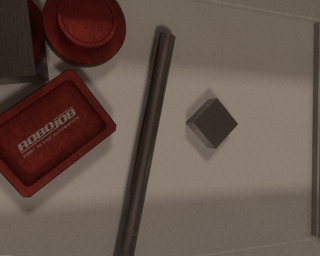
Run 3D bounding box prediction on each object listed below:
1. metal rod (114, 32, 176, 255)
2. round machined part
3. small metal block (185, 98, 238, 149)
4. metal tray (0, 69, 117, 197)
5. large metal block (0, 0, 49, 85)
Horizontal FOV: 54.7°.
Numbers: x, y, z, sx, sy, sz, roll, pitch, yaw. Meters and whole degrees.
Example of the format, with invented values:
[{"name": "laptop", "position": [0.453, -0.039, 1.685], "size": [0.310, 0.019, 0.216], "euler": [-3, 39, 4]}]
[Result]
[{"name": "metal rod", "position": [-0.019, 0.023, 0.404], "size": [0.025, 0.025, 0.298], "euler": [12, 86, -20]}, {"name": "round machined part", "position": [-0.088, -0.124, 0.369], "size": [0.099, 0.042, 0.097], "euler": [0, 90, -21]}, {"name": "small metal block", "position": [0.074, -0.007, 0.439], "size": [0.050, 0.025, 0.050], "euler": [-45, 105, -15]}, {"name": "metal tray", "position": [-0.129, 0.004, 0.360], "size": [0.131, 0.030, 0.090], "euler": [-39, 103, -16]}, {"name": "large metal block", "position": [-0.169, -0.088, 0.325], "size": [0.081, 0.050, 0.079], "euler": [-6, 92, -5]}]
